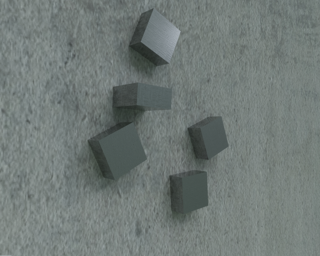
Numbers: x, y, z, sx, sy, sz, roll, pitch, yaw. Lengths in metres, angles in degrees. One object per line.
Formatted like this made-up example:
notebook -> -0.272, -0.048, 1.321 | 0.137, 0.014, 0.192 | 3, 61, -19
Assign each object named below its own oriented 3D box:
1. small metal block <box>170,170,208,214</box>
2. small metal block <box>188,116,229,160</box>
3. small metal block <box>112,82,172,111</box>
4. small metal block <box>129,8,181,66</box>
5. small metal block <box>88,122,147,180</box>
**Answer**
small metal block -> 0.042, 0.090, 0.443 | 0.050, 0.025, 0.050 | -5, 93, -40
small metal block -> 0.074, 0.014, 0.469 | 0.050, 0.025, 0.050 | -27, 107, -37
small metal block -> -0.022, -0.036, 0.372 | 0.050, 0.050, 0.025 | 4, 87, -40
small metal block -> -0.006, -0.116, 0.402 | 0.050, 0.025, 0.050 | 30, 71, -36
small metal block -> -0.049, 0.026, 0.365 | 0.050, 0.025, 0.050 | -31, 110, -36
